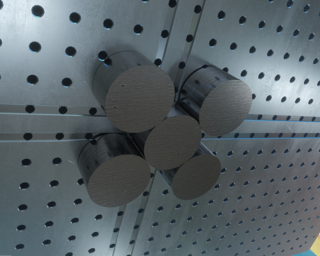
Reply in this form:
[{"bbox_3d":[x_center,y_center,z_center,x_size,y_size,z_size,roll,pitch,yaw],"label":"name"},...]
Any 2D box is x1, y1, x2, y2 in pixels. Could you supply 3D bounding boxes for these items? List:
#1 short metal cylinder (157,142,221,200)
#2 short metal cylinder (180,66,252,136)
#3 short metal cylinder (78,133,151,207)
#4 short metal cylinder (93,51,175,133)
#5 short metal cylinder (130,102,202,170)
[{"bbox_3d":[0.042,0.058,0.455,0.081,0.050,0.079,-14,125,-21],"label":"short metal cylinder"},{"bbox_3d":[0.074,-0.036,0.413,0.081,0.050,0.079,-14,125,-21],"label":"short metal cylinder"},{"bbox_3d":[-0.059,0.054,0.396,0.081,0.050,0.079,-14,125,-21],"label":"short metal cylinder"},{"bbox_3d":[-0.030,-0.041,0.353,0.081,0.050,0.079,-14,125,-21],"label":"short metal cylinder"},{"bbox_3d":[0.007,0.007,0.404,0.081,0.050,0.079,-14,125,-21],"label":"short metal cylinder"}]
